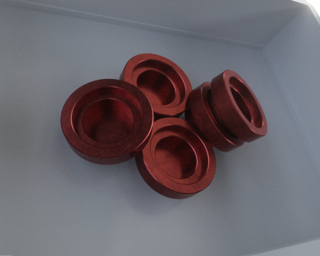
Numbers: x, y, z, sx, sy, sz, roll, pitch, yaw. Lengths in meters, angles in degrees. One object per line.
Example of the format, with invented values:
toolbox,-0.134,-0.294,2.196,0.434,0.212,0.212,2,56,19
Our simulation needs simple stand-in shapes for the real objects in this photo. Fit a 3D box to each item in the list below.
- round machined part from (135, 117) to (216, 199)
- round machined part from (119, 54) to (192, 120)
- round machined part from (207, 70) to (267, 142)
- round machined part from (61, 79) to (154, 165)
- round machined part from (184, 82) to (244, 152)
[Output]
round machined part,0.015,0.039,0.376,0.099,0.042,0.098,14,56,-21
round machined part,-0.009,-0.049,0.417,0.099,0.042,0.098,14,56,-21
round machined part,0.096,-0.025,0.410,0.098,0.042,0.098,33,41,-34
round machined part,-0.058,-0.004,0.351,0.099,0.042,0.098,2,63,-4
round machined part,0.071,-0.011,0.424,0.098,0.042,0.098,33,40,-33
